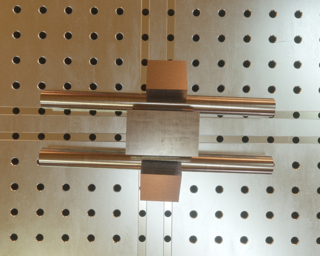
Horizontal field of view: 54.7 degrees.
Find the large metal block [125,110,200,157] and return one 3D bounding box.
[{"bbox_3d":[0.003,0.006,0.381,0.081,0.080,0.050,2,90,0],"label":"large metal block"}]

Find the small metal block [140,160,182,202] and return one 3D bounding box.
[{"bbox_3d":[0.001,0.068,0.398,0.050,0.025,0.050,3,128,-1],"label":"small metal block"}]

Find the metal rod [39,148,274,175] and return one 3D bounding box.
[{"bbox_3d":[-0.004,0.044,0.410,0.302,0.025,0.025,2,90,-1],"label":"metal rod"}]

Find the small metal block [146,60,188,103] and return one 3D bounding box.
[{"bbox_3d":[0.008,-0.060,0.398,0.050,0.025,0.050,1,56,-1],"label":"small metal block"}]

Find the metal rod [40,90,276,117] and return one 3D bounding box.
[{"bbox_3d":[-0.002,-0.032,0.409,0.302,0.025,0.025,2,90,-1],"label":"metal rod"}]
